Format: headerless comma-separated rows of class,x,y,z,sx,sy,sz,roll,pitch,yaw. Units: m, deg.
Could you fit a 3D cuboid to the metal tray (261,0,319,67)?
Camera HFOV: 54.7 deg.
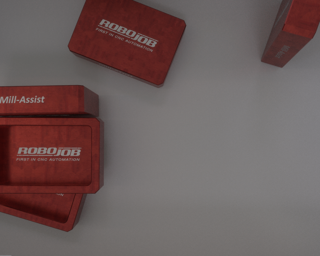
metal tray,0.156,-0.130,0.358,0.030,0.130,0.090,20,91,9

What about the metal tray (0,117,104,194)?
metal tray,-0.136,0.032,0.377,0.131,0.030,0.089,0,89,-1

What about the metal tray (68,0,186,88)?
metal tray,-0.042,-0.118,0.408,0.131,0.030,0.090,21,90,0

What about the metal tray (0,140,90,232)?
metal tray,-0.162,0.072,0.407,0.131,0.030,0.090,17,90,0

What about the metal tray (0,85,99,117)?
metal tray,-0.148,-0.030,0.377,0.131,0.090,0.030,-1,89,0
